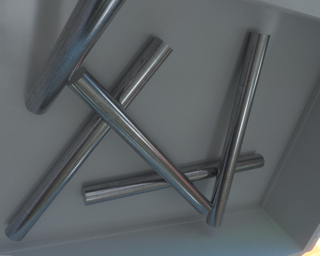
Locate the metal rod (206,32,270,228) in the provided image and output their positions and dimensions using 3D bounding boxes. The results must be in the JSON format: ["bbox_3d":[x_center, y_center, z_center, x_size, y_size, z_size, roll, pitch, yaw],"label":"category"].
[{"bbox_3d":[0.109,0.015,0.454,0.025,0.025,0.298,-2,112,-28],"label":"metal rod"}]

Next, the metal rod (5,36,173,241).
[{"bbox_3d":[-0.089,0.019,0.371,0.025,0.025,0.299,33,100,-39],"label":"metal rod"}]

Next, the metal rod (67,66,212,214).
[{"bbox_3d":[-0.006,0.037,0.394,0.025,0.025,0.300,-41,130,0],"label":"metal rod"}]

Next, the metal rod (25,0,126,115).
[{"bbox_3d":[-0.046,-0.079,0.215,0.025,0.025,0.299,10,153,-33],"label":"metal rod"}]

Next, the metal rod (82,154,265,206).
[{"bbox_3d":[0.036,0.073,0.473,0.303,0.025,0.025,-7,122,-25],"label":"metal rod"}]
